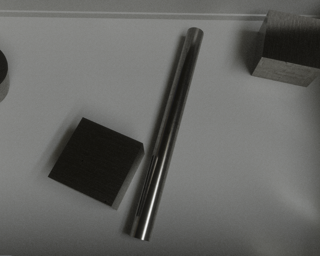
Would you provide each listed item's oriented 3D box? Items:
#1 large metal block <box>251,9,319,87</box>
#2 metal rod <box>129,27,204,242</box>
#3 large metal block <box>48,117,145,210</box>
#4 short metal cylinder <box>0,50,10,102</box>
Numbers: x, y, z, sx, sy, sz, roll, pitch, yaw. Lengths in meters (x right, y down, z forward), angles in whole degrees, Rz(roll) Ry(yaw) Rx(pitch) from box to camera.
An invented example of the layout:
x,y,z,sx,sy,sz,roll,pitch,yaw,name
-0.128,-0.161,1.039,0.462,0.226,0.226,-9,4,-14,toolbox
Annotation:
x,y,z,sx,sy,sz,roll,pitch,yaw,name
0.182,-0.112,0.440,0.080,0.050,0.080,13,70,4,large metal block
0.015,-0.006,0.412,0.025,0.025,0.299,14,70,5,metal rod
-0.073,0.045,0.379,0.080,0.050,0.080,23,72,8,large metal block
-0.243,-0.070,0.405,0.081,0.050,0.080,8,68,-21,short metal cylinder
